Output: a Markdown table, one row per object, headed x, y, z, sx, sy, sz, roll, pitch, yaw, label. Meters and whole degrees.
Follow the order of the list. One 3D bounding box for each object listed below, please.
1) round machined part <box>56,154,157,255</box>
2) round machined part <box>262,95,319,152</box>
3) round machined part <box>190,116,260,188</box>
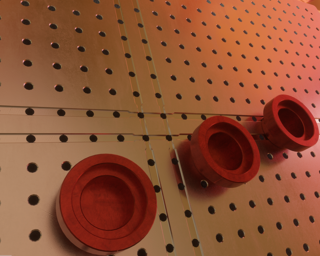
| x | y | z | sx | sy | sz | roll | pitch | yaw | label |
| --- | --- | --- | --- | --- | --- | --- | --- | --- | --- |
| -0.056 | 0.079 | 0.319 | 0.099 | 0.042 | 0.098 | 14 | 56 | -21 | round machined part |
| 0.211 | -0.004 | 0.516 | 0.099 | 0.042 | 0.098 | 14 | 56 | -21 | round machined part |
| 0.084 | 0.035 | 0.423 | 0.099 | 0.042 | 0.098 | 14 | 56 | -21 | round machined part |
